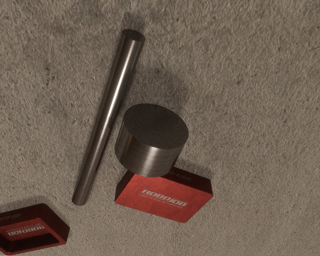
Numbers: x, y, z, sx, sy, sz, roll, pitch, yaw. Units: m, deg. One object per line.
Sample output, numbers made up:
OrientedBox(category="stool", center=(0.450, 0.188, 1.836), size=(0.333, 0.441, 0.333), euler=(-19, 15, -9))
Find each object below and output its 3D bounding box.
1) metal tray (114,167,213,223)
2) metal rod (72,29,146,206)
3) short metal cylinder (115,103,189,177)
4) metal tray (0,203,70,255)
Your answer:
OrientedBox(category="metal tray", center=(0.006, 0.100, 0.490), size=(0.131, 0.030, 0.089), euler=(22, 127, -18))
OrientedBox(category="metal rod", center=(-0.079, 0.010, 0.414), size=(0.025, 0.025, 0.298), euler=(16, 128, -13))
OrientedBox(category="short metal cylinder", center=(-0.011, 0.014, 0.383), size=(0.081, 0.080, 0.050), euler=(13, 129, -11))
OrientedBox(category="metal tray", center=(-0.243, 0.185, 0.557), size=(0.130, 0.030, 0.090), euler=(-16, 129, 12))
